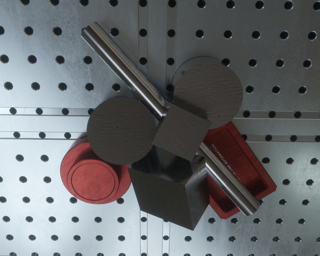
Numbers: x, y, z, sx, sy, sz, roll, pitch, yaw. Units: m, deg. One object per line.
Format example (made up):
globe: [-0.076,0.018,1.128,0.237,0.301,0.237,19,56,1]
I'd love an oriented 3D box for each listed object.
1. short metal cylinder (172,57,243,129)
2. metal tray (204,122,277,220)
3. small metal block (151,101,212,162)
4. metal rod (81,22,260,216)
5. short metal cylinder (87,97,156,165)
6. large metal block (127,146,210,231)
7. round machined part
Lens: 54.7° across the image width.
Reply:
short metal cylinder: [0.056,-0.044,0.381,0.081,0.050,0.079,0,110,0]
metal tray: [0.088,0.055,0.427,0.090,0.030,0.130,-35,107,11]
small metal block: [0.023,0.003,0.354,0.050,0.025,0.050,25,100,-9]
metal rod: [0.017,-0.007,0.381,0.025,0.025,0.300,-41,96,13]
short metal cylinder: [-0.048,0.002,0.385,0.081,0.050,0.079,-1,94,-8]
large metal block: [0.013,0.073,0.395,0.080,0.050,0.080,12,131,31]
round machined part: [-0.087,0.064,0.422,0.099,0.042,0.097,0,110,0]
